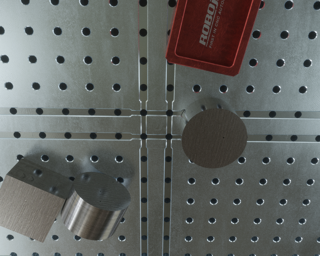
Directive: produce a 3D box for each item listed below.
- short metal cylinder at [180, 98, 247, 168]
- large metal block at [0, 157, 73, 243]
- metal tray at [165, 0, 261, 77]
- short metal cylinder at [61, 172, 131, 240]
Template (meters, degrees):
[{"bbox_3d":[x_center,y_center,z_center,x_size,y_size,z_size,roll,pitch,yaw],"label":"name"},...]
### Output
[{"bbox_3d":[0.067,0.005,0.403,0.081,0.050,0.079,0,110,0],"label":"short metal cylinder"},{"bbox_3d":[-0.179,0.101,0.436,0.080,0.050,0.080,27,108,-10],"label":"large metal block"},{"bbox_3d":[0.063,-0.134,0.361,0.091,0.030,0.129,12,110,-5],"label":"metal tray"},{"bbox_3d":[-0.087,0.104,0.422,0.080,0.080,0.050,24,109,-9],"label":"short metal cylinder"}]
